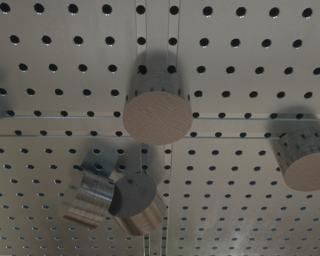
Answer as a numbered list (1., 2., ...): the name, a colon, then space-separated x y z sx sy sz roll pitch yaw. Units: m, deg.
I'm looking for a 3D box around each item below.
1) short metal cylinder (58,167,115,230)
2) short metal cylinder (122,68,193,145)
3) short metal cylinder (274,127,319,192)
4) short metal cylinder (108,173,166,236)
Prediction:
1. short metal cylinder: -0.110 0.105 0.464 0.050 0.080 0.080 28 125 -22
2. short metal cylinder: -0.003 -0.025 0.374 0.081 0.050 0.079 0 130 0
3. short metal cylinder: 0.208 0.044 0.435 0.081 0.050 0.079 0 130 0
4. short metal cylinder: -0.036 0.116 0.474 0.080 0.080 0.050 -13 129 11
